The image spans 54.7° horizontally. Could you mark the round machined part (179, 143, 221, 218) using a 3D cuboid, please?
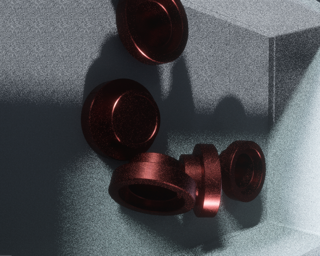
[{"bbox_3d":[0.048,0.069,0.415,0.042,0.098,0.097,2,89,-5],"label":"round machined part"}]

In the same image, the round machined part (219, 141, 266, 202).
[{"bbox_3d":[0.128,0.068,0.506,0.099,0.042,0.097,0,90,-40],"label":"round machined part"}]

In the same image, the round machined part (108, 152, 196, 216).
[{"bbox_3d":[-0.007,0.063,0.360,0.098,0.098,0.042,39,45,-34],"label":"round machined part"}]

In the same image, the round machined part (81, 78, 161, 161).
[{"bbox_3d":[-0.038,-0.010,0.365,0.099,0.042,0.097,0,90,-40],"label":"round machined part"}]

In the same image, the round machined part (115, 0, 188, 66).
[{"bbox_3d":[-0.014,-0.127,0.385,0.099,0.042,0.097,0,90,-40],"label":"round machined part"}]
